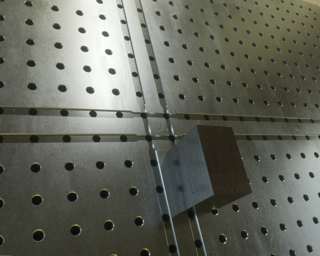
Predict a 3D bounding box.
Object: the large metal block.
[{"bbox_3d":[0.053,0.051,0.369,0.050,0.080,0.080,3,60,-27],"label":"large metal block"}]
